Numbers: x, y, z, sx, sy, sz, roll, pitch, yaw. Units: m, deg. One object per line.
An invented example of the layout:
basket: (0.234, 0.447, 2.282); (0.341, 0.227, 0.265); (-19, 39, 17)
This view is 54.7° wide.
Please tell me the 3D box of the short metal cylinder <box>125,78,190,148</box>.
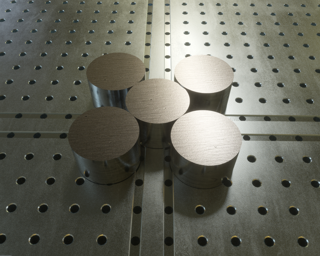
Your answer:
short metal cylinder: (-0.003, -0.020, 0.407); (0.081, 0.050, 0.080); (0, 50, 0)

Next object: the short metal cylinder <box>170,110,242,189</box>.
short metal cylinder: (0.052, 0.025, 0.370); (0.081, 0.050, 0.080); (0, 50, 0)

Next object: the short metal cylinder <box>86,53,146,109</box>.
short metal cylinder: (-0.060, -0.063, 0.443); (0.081, 0.050, 0.080); (0, 50, 0)

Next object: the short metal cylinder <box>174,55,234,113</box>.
short metal cylinder: (0.060, -0.059, 0.439); (0.081, 0.050, 0.080); (0, 50, 0)

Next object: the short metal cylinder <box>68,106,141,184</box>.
short metal cylinder: (-0.064, 0.020, 0.372); (0.081, 0.050, 0.080); (0, 50, 0)
